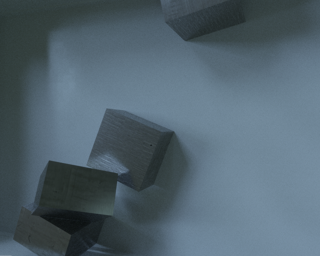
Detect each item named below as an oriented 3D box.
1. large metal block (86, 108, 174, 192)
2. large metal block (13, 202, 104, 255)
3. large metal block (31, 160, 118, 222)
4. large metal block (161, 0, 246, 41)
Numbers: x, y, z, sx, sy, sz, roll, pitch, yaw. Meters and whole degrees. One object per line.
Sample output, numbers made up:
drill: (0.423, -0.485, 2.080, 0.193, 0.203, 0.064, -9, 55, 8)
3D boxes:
large metal block: (-0.039, 0.027, 0.411, 0.080, 0.050, 0.080, 23, 97, 18)
large metal block: (-0.136, 0.135, 0.428, 0.080, 0.080, 0.050, 22, 101, 18)
large metal block: (-0.105, 0.081, 0.379, 0.080, 0.081, 0.050, -38, 42, 56)
large metal block: (0.051, -0.148, 0.363, 0.080, 0.080, 0.050, -13, 86, 19)
